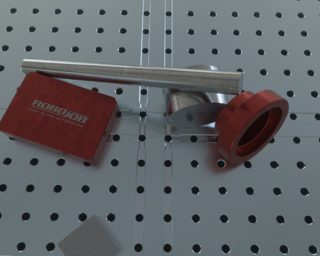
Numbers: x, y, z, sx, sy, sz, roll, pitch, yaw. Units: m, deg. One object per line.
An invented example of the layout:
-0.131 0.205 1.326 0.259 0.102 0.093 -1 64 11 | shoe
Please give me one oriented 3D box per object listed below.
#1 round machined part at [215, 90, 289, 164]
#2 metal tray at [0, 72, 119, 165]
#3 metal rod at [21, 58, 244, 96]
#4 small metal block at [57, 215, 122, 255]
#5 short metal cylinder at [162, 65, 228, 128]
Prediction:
0.106 -0.006 0.380 0.098 0.098 0.042 -36 55 -12 | round machined part
-0.131 -0.014 0.413 0.131 0.030 0.090 18 71 6 | metal tray
-0.052 -0.067 0.384 0.301 0.025 0.025 9 69 23 | metal rod
-0.081 0.138 0.360 0.050 0.025 0.050 -38 75 -13 | small metal block
0.045 -0.038 0.397 0.081 0.080 0.050 -8 71 -3 | short metal cylinder
